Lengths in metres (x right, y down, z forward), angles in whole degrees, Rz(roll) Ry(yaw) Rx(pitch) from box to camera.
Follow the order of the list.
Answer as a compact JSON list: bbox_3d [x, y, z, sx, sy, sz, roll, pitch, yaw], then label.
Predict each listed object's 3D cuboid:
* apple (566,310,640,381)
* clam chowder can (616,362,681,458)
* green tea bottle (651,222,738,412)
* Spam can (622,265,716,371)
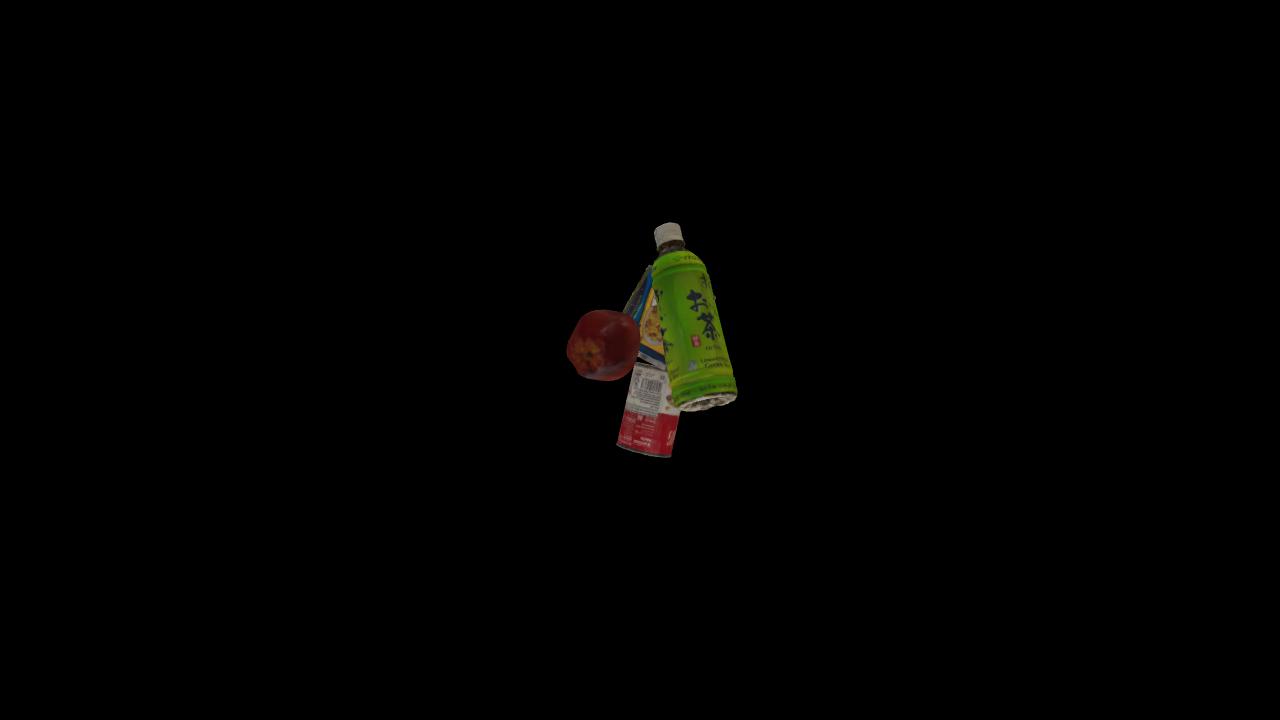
[{"bbox_3d":[-0.037,-0.016,0.656,0.079,0.079,0.093,0,10,21],"label":"apple"},{"bbox_3d":[0.015,0.058,0.731,0.068,0.102,0.068,12,-1,0],"label":"clam chowder can"},{"bbox_3d":[0.051,-0.052,0.679,0.073,0.212,0.073,-11,-18,-4],"label":"green tea bottle"},{"bbox_3d":[0.025,-0.045,0.693,0.085,0.101,0.058,27,-13,0],"label":"Spam can"}]
